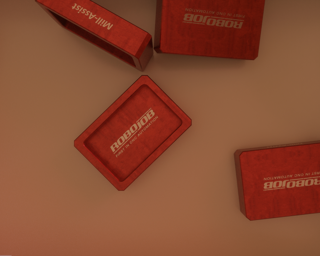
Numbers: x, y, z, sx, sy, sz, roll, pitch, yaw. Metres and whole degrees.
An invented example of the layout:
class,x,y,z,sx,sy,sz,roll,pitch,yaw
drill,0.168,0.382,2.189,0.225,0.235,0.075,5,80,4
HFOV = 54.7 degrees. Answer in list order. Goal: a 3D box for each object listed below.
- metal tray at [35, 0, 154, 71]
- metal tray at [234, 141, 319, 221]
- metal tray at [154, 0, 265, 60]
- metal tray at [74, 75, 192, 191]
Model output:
class,x,y,z,sx,sy,sz,roll,pitch,yaw
metal tray,-0.073,-0.120,0.378,0.130,0.090,0.030,29,90,0
metal tray,0.170,0.067,0.410,0.131,0.030,0.089,-6,90,0
metal tray,0.061,-0.134,0.384,0.131,0.030,0.089,1,102,-15
metal tray,-0.034,0.006,0.408,0.130,0.030,0.090,-44,90,0
